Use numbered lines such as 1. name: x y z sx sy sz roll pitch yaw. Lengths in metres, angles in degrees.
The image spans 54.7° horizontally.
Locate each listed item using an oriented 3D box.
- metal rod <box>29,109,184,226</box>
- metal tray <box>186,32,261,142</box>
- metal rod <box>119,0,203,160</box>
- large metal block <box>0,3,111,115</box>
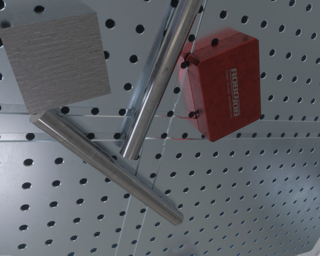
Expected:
1. metal rod: -0.050 0.068 0.425 0.025 0.025 0.300 -43 130 1
2. metal tray: 0.092 -0.053 0.426 0.091 0.030 0.129 -25 128 -13
3. metal rod: 0.014 -0.094 0.360 0.025 0.025 0.298 10 113 -33
4. large metal block: -0.099 -0.068 0.298 0.081 0.050 0.079 -18 126 -18
